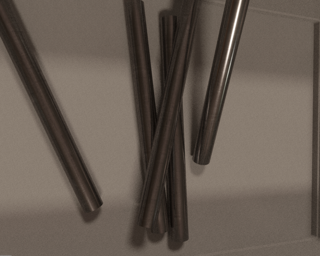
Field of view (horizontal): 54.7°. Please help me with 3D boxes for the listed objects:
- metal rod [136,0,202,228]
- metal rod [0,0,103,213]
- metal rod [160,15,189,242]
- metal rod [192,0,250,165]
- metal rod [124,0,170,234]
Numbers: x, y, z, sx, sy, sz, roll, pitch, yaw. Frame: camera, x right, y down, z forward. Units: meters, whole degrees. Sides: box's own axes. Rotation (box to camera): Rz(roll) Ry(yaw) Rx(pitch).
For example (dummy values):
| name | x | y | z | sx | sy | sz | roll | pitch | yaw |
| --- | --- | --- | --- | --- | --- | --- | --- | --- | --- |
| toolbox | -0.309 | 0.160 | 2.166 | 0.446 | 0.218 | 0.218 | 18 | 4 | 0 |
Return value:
| name | x | y | z | sx | sy | sz | roll | pitch | yaw |
| --- | --- | --- | --- | --- | --- | --- | --- | --- | --- |
| metal rod | 0.013 | -0.028 | 0.388 | 0.025 | 0.025 | 0.298 | 13 | 85 | -20 |
| metal rod | -0.139 | -0.039 | 0.359 | 0.025 | 0.025 | 0.299 | -25 | 99 | -19 |
| metal rod | 0.020 | 0.002 | 0.418 | 0.025 | 0.025 | 0.298 | -3 | 91 | -20 |
| metal rod | 0.077 | -0.086 | 0.367 | 0.025 | 0.025 | 0.298 | -3 | 119 | -20 |
| metal rod | -0.016 | -0.012 | 0.405 | 0.025 | 0.025 | 0.298 | -7 | 93 | -20 |
